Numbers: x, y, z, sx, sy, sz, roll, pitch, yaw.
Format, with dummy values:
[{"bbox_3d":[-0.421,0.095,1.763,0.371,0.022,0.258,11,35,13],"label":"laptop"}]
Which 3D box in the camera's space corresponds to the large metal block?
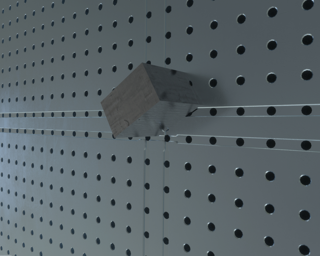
[{"bbox_3d":[-0.011,-0.030,0.381,0.080,0.081,0.050,-37,68,33],"label":"large metal block"}]
